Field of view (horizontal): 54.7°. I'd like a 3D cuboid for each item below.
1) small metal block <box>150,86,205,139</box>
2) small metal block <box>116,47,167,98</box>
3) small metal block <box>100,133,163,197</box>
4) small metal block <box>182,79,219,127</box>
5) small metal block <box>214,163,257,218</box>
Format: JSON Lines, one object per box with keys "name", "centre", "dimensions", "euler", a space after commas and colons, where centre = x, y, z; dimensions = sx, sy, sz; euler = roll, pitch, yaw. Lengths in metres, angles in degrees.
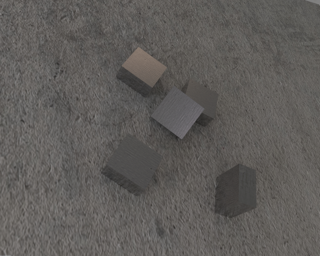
{"name": "small metal block", "centre": [0.022, -0.020, 0.412], "dimensions": [0.050, 0.025, 0.050], "euler": [37, 86, -4]}
{"name": "small metal block", "centre": [-0.026, -0.079, 0.438], "dimensions": [0.050, 0.025, 0.050], "euler": [35, 51, -5]}
{"name": "small metal block", "centre": [-0.032, 0.042, 0.360], "dimensions": [0.050, 0.025, 0.050], "euler": [35, 51, -6]}
{"name": "small metal block", "centre": [0.055, -0.037, 0.456], "dimensions": [0.050, 0.025, 0.050], "euler": [26, 53, -12]}
{"name": "small metal block", "centre": [0.094, 0.080, 0.390], "dimensions": [0.025, 0.050, 0.050], "euler": [22, 54, -15]}
